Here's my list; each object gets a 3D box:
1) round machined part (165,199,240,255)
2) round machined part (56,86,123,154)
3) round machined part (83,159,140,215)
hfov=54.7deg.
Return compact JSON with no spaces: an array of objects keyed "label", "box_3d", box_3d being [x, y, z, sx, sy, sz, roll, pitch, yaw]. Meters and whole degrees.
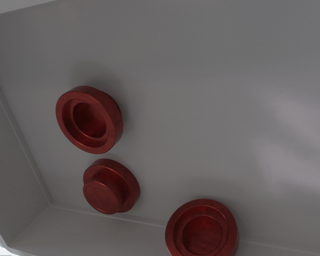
[{"label":"round machined part","box_3d":[0.060,0.152,0.428,0.098,0.098,0.042,2,139,27]},{"label":"round machined part","box_3d":[-0.094,-0.015,0.438,0.098,0.042,0.097,13,124,21]},{"label":"round machined part","box_3d":[-0.086,0.102,0.506,0.098,0.042,0.097,13,124,21]}]
